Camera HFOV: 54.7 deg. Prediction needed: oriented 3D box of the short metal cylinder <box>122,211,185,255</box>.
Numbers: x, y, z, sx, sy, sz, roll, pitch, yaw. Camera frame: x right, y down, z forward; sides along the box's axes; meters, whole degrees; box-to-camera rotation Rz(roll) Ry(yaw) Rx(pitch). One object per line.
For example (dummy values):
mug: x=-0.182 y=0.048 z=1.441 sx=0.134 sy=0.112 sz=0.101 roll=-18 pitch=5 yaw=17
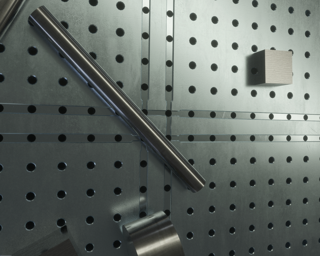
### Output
short metal cylinder: x=-0.009 y=0.149 z=0.380 sx=0.050 sy=0.080 sz=0.080 roll=-17 pitch=96 yaw=-19

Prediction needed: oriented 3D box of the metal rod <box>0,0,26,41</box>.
metal rod: x=-0.205 y=-0.072 z=0.336 sx=0.025 sy=0.025 sz=0.299 roll=30 pitch=80 yaw=-18

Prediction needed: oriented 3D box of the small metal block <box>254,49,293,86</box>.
small metal block: x=0.175 y=-0.092 z=0.477 sx=0.050 sy=0.025 sz=0.050 roll=-1 pitch=91 yaw=-20

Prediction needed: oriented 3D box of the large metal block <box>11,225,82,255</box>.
large metal block: x=-0.126 y=0.173 z=0.353 sx=0.081 sy=0.050 sz=0.080 roll=-26 pitch=99 yaw=-18

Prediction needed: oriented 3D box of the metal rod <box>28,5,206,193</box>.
metal rod: x=-0.045 y=-0.026 z=0.395 sx=0.025 sy=0.025 sz=0.300 roll=-46 pitch=105 yaw=-14
